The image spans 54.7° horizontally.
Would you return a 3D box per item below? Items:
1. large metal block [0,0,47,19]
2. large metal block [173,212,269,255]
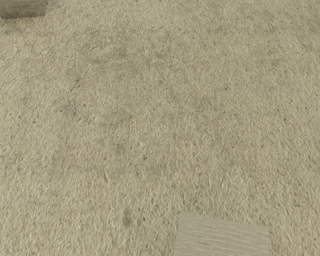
[{"bbox_3d":[-0.268,-0.259,0.602,0.081,0.050,0.080,-6,50,-5],"label":"large metal block"},{"bbox_3d":[0.051,0.130,0.278,0.080,0.050,0.080,9,51,7],"label":"large metal block"}]
